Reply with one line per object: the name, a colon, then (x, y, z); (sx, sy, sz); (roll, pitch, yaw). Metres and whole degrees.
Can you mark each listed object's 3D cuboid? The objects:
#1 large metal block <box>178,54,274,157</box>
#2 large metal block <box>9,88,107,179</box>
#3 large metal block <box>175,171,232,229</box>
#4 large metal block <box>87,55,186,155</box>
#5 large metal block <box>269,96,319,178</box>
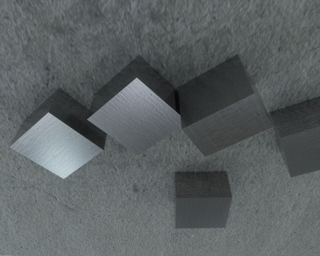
large metal block: (0.070, -0.026, 0.350); (0.080, 0.080, 0.050); (-27, 125, 21)
large metal block: (-0.126, 0.009, 0.397); (0.080, 0.050, 0.080); (-35, 123, 25)
large metal block: (0.064, 0.114, 0.489); (0.081, 0.050, 0.079); (-1, 130, 0)
large metal block: (-0.026, -0.025, 0.370); (0.080, 0.050, 0.080); (-36, 122, 26)
large metal block: (0.197, 0.011, 0.403); (0.080, 0.050, 0.080); (-19, 128, 15)
